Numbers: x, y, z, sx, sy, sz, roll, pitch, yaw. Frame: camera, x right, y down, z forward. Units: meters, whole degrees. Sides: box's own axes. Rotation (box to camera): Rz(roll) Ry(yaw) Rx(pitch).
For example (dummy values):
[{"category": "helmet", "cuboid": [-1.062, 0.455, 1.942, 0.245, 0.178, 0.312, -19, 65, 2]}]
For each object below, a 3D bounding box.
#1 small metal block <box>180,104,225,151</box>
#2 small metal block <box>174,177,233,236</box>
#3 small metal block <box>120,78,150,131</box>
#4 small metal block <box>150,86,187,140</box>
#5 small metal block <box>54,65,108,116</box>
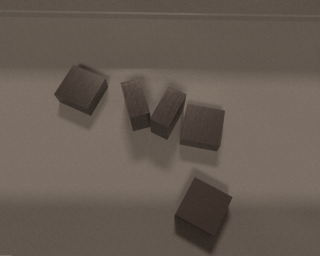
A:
[{"category": "small metal block", "cuboid": [0.056, 0.000, 0.411, 0.050, 0.025, 0.050, 11, 70, 3]}, {"category": "small metal block", "cuboid": [0.052, 0.095, 0.375, 0.050, 0.025, 0.050, 28, 72, 9]}, {"category": "small metal block", "cuboid": [-0.031, -0.029, 0.407, 0.025, 0.050, 0.050, -15, 71, -6]}, {"category": "small metal block", "cuboid": [0.010, -0.018, 0.403, 0.025, 0.050, 0.050, 26, 72, 9]}, {"category": "small metal block", "cuboid": [-0.107, -0.052, 0.427, 0.050, 0.025, 0.050, 24, 72, 8]}]
